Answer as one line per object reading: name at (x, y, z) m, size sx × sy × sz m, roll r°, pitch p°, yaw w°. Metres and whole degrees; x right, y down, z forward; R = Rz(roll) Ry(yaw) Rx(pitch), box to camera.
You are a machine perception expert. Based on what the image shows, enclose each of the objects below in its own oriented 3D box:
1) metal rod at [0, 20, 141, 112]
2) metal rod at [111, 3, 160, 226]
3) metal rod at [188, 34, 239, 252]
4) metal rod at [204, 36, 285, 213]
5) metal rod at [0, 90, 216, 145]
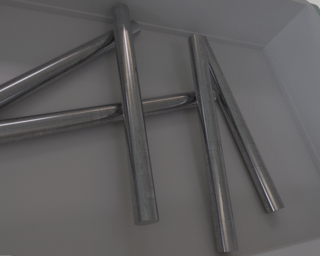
metal rod at (-0.126, -0.074, 0.382) m, size 0.025 × 0.025 × 0.302 m, roll 45°, pitch 51°, yaw 3°
metal rod at (-0.035, -0.037, 0.375) m, size 0.025 × 0.025 × 0.299 m, roll 5°, pitch 60°, yaw -26°
metal rod at (0.067, 0.005, 0.414) m, size 0.025 × 0.025 × 0.299 m, roll 6°, pitch 67°, yaw -26°
metal rod at (0.113, -0.019, 0.477) m, size 0.025 × 0.025 × 0.299 m, roll -5°, pitch 64°, yaw -31°
metal rod at (-0.046, -0.021, 0.393) m, size 0.303 × 0.025 × 0.025 m, roll -12°, pitch 68°, yaw -33°
